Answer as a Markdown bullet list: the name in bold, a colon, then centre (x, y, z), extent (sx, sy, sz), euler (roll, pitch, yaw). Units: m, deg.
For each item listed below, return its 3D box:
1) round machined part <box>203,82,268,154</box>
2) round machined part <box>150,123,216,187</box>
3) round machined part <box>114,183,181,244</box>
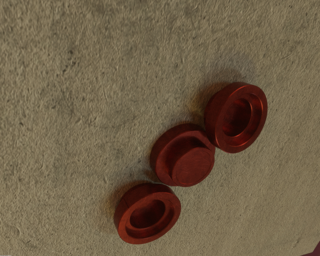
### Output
- **round machined part**: centre (0.100, -0.017, 0.432), extent (0.099, 0.042, 0.097), euler (-14, 117, -30)
- **round machined part**: centre (0.039, 0.046, 0.445), extent (0.099, 0.042, 0.097), euler (-14, 124, -21)
- **round machined part**: centre (-0.022, 0.121, 0.458), extent (0.099, 0.042, 0.097), euler (-14, 124, -21)
